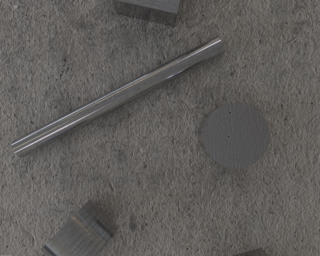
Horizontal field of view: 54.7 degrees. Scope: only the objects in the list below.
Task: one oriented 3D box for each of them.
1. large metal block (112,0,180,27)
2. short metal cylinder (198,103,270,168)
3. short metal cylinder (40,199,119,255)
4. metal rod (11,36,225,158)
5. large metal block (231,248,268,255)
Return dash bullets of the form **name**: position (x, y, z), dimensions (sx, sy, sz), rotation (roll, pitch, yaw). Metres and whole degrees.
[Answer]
- **large metal block**: position (-0.010, -0.185, 0.397), dimensions (0.080, 0.050, 0.080), rotation (13, 90, 0)
- **short metal cylinder**: position (0.092, 0.009, 0.398), dimensions (0.081, 0.050, 0.080), rotation (0, 90, 0)
- **short metal cylinder**: position (-0.097, 0.135, 0.382), dimensions (0.050, 0.080, 0.080), rotation (44, 90, 0)
- **metal rod**: position (-0.054, -0.041, 0.409), dimensions (0.301, 0.025, 0.025), rotation (-27, 90, 0)
- **large metal block**: position (0.106, 0.199, 0.384), dimensions (0.080, 0.080, 0.050), rotation (-15, 90, 0)
